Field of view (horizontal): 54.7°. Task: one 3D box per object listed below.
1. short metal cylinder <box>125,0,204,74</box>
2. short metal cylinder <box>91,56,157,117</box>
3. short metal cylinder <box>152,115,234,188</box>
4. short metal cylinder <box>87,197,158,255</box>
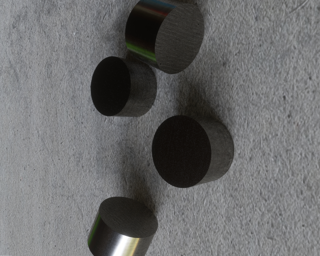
[{"bbox_3d":[0.006,-0.110,0.364,0.050,0.081,0.079,33,110,35],"label":"short metal cylinder"},{"bbox_3d":[-0.051,-0.055,0.431,0.080,0.050,0.080,0,90,40],"label":"short metal cylinder"},{"bbox_3d":[0.037,0.026,0.358,0.080,0.050,0.080,0,90,40],"label":"short metal cylinder"},{"bbox_3d":[-0.049,0.136,0.410,0.080,0.081,0.050,35,112,34],"label":"short metal cylinder"}]
